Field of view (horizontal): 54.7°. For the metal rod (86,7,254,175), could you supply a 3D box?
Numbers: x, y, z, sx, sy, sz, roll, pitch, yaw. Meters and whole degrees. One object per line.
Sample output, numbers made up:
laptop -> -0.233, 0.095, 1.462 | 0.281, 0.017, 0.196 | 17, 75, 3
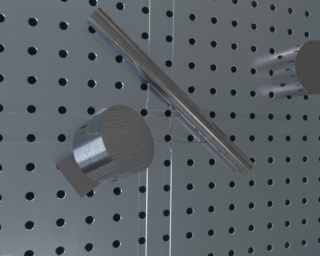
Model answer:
metal rod -> 0.023, -0.040, 0.421 | 0.300, 0.025, 0.025 | 43, 76, -15

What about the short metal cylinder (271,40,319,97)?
short metal cylinder -> 0.223, -0.090, 0.482 | 0.081, 0.050, 0.079 | 0, 90, -20

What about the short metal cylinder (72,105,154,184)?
short metal cylinder -> -0.052, 0.019, 0.360 | 0.080, 0.050, 0.080 | 30, 48, -39

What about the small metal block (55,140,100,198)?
small metal block -> -0.091, 0.048, 0.379 | 0.050, 0.025, 0.050 | -37, 102, -16
